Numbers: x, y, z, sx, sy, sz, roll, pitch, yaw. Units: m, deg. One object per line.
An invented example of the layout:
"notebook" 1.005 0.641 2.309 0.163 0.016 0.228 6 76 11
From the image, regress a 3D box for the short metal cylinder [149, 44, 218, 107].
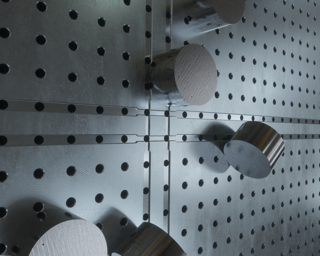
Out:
"short metal cylinder" 0.032 -0.069 0.419 0.081 0.050 0.079 0 90 -40

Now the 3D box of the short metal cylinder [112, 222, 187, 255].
"short metal cylinder" -0.011 0.159 0.365 0.050 0.080 0.080 -40 114 -33

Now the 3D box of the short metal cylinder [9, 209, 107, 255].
"short metal cylinder" -0.101 0.126 0.308 0.081 0.050 0.079 0 90 -40

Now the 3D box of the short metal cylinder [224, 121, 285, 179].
"short metal cylinder" 0.151 0.035 0.500 0.050 0.080 0.080 -44 117 -31

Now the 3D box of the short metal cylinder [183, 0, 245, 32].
"short metal cylinder" 0.081 -0.189 0.460 0.081 0.050 0.079 0 90 -40
